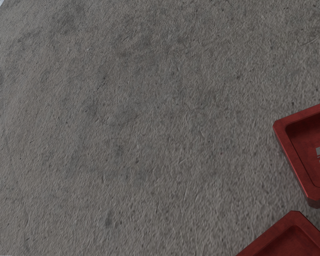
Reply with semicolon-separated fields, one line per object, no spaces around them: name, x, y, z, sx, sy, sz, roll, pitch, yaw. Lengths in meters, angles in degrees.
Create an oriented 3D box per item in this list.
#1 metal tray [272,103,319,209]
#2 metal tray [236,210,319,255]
metal tray;0.188;0.012;0.294;0.130;0.030;0.090;-23;53;14
metal tray;0.098;0.145;0.259;0.130;0.030;0.090;-40;51;1
